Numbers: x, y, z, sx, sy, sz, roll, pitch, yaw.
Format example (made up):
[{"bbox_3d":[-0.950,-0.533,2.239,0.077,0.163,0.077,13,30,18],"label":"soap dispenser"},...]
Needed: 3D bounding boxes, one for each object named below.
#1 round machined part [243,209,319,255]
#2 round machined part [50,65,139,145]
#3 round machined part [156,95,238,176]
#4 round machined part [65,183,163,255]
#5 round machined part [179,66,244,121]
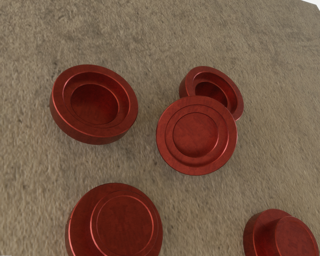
[{"bbox_3d":[0.158,0.150,0.389,0.099,0.042,0.098,14,56,-21],"label":"round machined part"},{"bbox_3d":[-0.079,-0.023,0.366,0.099,0.042,0.098,14,56,-21],"label":"round machined part"},{"bbox_3d":[0.044,0.008,0.392,0.099,0.042,0.097,0,95,-1],"label":"round machined part"},{"bbox_3d":[-0.041,0.101,0.310,0.099,0.042,0.098,14,56,-21],"label":"round machined part"},{"bbox_3d":[0.071,-0.040,0.458,0.099,0.042,0.098,14,56,-21],"label":"round machined part"}]
